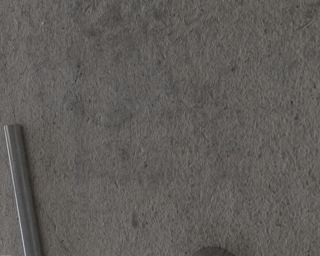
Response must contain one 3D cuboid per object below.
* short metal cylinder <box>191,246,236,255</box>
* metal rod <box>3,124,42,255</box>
[{"bbox_3d":[0.063,0.192,0.373,0.080,0.050,0.080,0,90,20],"label":"short metal cylinder"},{"bbox_3d":[-0.206,0.142,0.481,0.025,0.025,0.298,-13,86,19],"label":"metal rod"}]
